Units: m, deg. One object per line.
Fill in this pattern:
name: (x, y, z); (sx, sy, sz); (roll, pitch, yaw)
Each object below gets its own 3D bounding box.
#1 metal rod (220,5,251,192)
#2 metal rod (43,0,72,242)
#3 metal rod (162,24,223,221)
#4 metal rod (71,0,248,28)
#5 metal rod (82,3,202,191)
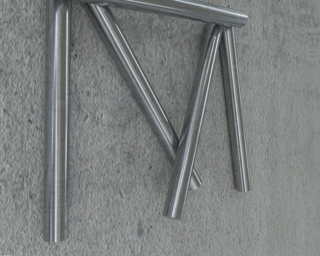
metal rod: (0.121, -0.043, 0.505); (0.025, 0.025, 0.298); (-14, 99, -39)
metal rod: (-0.104, -0.037, 0.316); (0.025, 0.025, 0.298); (1, 90, -40)
metal rod: (0.050, -0.028, 0.422); (0.025, 0.025, 0.299); (31, 63, -36)
metal rod: (0.008, -0.149, 0.376); (0.302, 0.025, 0.025); (-8, 95, -40)
metal rod: (-0.018, -0.040, 0.389); (0.025, 0.025, 0.299); (-43, 116, -31)
